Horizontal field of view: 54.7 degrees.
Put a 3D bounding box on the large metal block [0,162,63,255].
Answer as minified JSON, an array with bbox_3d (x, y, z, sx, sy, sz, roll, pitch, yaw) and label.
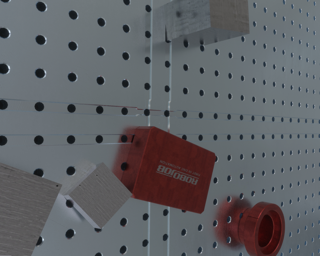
[{"bbox_3d":[-0.147,0.071,0.270,0.080,0.050,0.080,32,70,-36],"label":"large metal block"}]

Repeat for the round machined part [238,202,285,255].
[{"bbox_3d":[0.176,0.178,0.546,0.099,0.042,0.097,0,90,-40],"label":"round machined part"}]

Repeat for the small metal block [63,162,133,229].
[{"bbox_3d":[-0.068,0.074,0.343,0.050,0.025,0.050,50,59,-9],"label":"small metal block"}]

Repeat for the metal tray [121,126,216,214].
[{"bbox_3d":[0.016,0.059,0.419,0.131,0.030,0.090,24,75,-38],"label":"metal tray"}]

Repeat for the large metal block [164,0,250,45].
[{"bbox_3d":[0.064,-0.150,0.427,0.081,0.080,0.050,-7,95,-40],"label":"large metal block"}]
